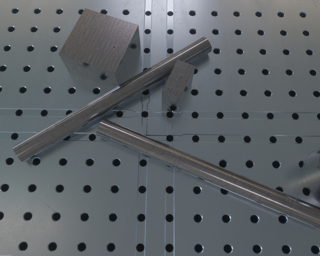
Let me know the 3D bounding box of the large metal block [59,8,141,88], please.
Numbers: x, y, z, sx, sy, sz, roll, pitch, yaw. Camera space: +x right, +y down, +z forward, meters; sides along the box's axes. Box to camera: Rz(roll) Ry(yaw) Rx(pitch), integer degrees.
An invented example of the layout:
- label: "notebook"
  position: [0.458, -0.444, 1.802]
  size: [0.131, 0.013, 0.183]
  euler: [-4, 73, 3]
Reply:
- label: "large metal block"
  position: [-0.081, -0.111, 0.438]
  size: [0.080, 0.050, 0.080]
  euler: [20, 71, 7]

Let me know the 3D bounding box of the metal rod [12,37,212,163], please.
- label: "metal rod"
  position: [-0.057, -0.044, 0.427]
  size: [0.301, 0.025, 0.025]
  euler: [-32, 73, -11]

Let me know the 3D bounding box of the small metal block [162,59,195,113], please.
- label: "small metal block"
  position: [0.024, -0.055, 0.419]
  size: [0.025, 0.050, 0.050]
  euler: [23, 72, 8]

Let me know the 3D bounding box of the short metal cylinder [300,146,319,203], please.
- label: "short metal cylinder"
  position: [0.224, 0.055, 0.380]
  size: [0.081, 0.050, 0.080]
  euler: [0, 70, 0]

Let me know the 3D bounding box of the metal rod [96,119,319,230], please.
- label: "metal rod"
  position: [0.060, 0.055, 0.391]
  size: [0.301, 0.025, 0.025]
  euler: [22, 72, 7]
